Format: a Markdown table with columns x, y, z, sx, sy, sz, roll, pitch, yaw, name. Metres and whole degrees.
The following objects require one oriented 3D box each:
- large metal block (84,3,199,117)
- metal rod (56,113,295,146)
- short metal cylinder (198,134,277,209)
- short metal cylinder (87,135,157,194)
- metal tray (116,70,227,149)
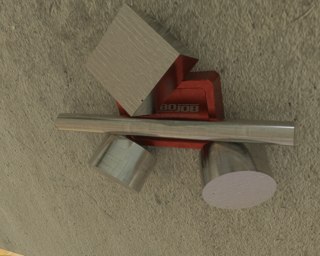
| x | y | z | sx | sy | sz | roll | pitch | yaw | name |
| --- | --- | --- | --- | --- | --- | --- | --- | --- | --- |
| -0.020 | -0.070 | 0.332 | 0.080 | 0.050 | 0.080 | 47 | 114 | 16 | large metal block |
| -0.003 | -0.002 | 0.370 | 0.300 | 0.025 | 0.025 | 3 | 120 | 26 | metal rod |
| 0.087 | 0.052 | 0.357 | 0.081 | 0.050 | 0.080 | -1 | 137 | 0 | short metal cylinder |
| -0.051 | 0.048 | 0.425 | 0.080 | 0.050 | 0.080 | 28 | 163 | 9 | short metal cylinder |
| 0.012 | -0.021 | 0.386 | 0.130 | 0.030 | 0.089 | 2 | 120 | 27 | metal tray |
